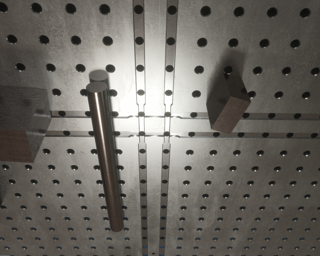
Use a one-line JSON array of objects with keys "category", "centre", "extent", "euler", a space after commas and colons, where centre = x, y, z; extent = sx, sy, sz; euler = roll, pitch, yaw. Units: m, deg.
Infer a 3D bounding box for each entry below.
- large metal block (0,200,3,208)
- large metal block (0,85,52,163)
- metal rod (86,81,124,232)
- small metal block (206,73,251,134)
[{"category": "large metal block", "centre": [-0.318, 0.150, 0.499], "extent": [0.080, 0.080, 0.050], "euler": [-22, 127, 17]}, {"category": "large metal block", "centre": [-0.183, -0.007, 0.367], "extent": [0.081, 0.080, 0.050], "euler": [4, 130, -4]}, {"category": "metal rod", "centre": [-0.077, 0.064, 0.465], "extent": [0.025, 0.025, 0.298], "euler": [0, 130, -1]}, {"category": "small metal block", "centre": [0.080, -0.029, 0.371], "extent": [0.025, 0.050, 0.050], "euler": [15, 129, -13]}]
